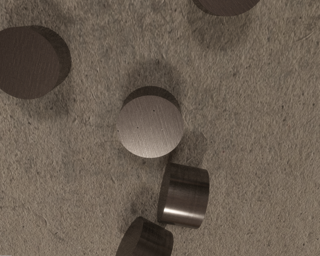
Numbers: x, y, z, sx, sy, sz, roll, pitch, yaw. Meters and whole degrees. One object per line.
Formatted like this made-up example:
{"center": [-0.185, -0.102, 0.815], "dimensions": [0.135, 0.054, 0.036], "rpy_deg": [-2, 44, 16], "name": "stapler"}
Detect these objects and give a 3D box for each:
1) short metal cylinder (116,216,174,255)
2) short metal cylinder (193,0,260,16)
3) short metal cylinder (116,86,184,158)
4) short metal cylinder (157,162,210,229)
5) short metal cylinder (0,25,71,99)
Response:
{"center": [-0.024, 0.176, 0.445], "dimensions": [0.050, 0.080, 0.080], "rpy_deg": [31, 107, -11], "name": "short metal cylinder"}
{"center": [0.072, -0.164, 0.337], "dimensions": [0.081, 0.050, 0.079], "rpy_deg": [0, 110, -1], "name": "short metal cylinder"}
{"center": [-0.012, -0.009, 0.393], "dimensions": [0.081, 0.050, 0.079], "rpy_deg": [0, 110, -1], "name": "short metal cylinder"}
{"center": [0.030, 0.090, 0.414], "dimensions": [0.050, 0.080, 0.079], "rpy_deg": [12, 110, -5], "name": "short metal cylinder"}
{"center": [-0.152, -0.079, 0.365], "dimensions": [0.081, 0.050, 0.079], "rpy_deg": [0, 110, -1], "name": "short metal cylinder"}
